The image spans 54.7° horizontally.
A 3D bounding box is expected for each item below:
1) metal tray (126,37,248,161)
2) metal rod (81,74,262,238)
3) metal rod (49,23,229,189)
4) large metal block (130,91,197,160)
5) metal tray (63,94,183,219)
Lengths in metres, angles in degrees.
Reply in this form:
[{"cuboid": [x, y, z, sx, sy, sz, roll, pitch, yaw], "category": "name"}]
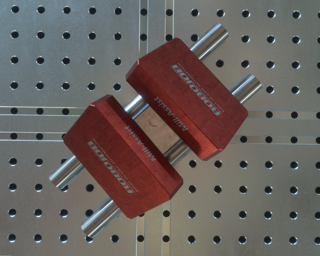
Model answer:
[{"cuboid": [0.035, -0.037, 0.359, 0.130, 0.030, 0.090, 47, 46, 0], "category": "metal tray"}, {"cuboid": [0.016, 0.037, 0.414, 0.300, 0.025, 0.025, -42, 91, -1], "category": "metal rod"}, {"cuboid": [-0.027, -0.030, 0.413, 0.300, 0.025, 0.025, -43, 91, -1], "category": "metal rod"}, {"cuboid": [0.001, -0.002, 0.385, 0.080, 0.080, 0.050, -42, 91, 0], "category": "large metal block"}, {"cuboid": [-0.046, 0.037, 0.359, 0.130, 0.030, 0.090, 50, 133, -1], "category": "metal tray"}]
